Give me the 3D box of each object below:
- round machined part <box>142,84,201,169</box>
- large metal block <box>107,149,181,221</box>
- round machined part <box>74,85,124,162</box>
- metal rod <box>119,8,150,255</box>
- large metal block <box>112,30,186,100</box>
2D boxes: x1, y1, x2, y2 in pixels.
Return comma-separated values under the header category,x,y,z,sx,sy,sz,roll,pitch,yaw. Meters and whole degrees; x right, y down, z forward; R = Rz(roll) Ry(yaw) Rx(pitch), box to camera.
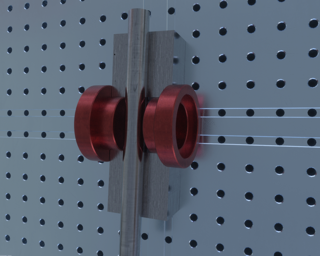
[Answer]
category,x,y,z,sx,sy,sz,roll,pitch,yaw
round machined part,0.013,-0.002,0.369,0.042,0.098,0.097,2,91,25
large metal block,-0.019,0.069,0.405,0.080,0.050,0.079,3,91,20
round machined part,-0.062,-0.006,0.395,0.042,0.098,0.097,2,91,20
metal rod,-0.031,0.011,0.370,0.025,0.025,0.298,3,91,20
large metal block,-0.014,-0.078,0.404,0.080,0.050,0.079,2,91,20
